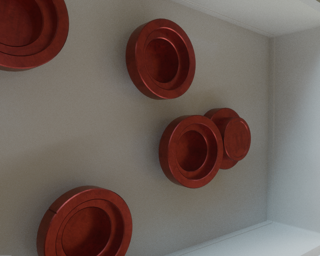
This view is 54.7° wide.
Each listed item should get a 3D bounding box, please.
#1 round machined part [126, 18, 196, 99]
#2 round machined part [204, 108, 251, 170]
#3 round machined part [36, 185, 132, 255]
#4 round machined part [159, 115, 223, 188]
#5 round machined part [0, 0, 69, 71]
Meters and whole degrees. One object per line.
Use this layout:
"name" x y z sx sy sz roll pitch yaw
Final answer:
"round machined part" -0.003 -0.084 0.394 0.099 0.042 0.097 0 90 -40
"round machined part" 0.106 0.017 0.488 0.099 0.042 0.097 0 90 -40
"round machined part" -0.082 0.110 0.329 0.099 0.042 0.097 0 90 -40
"round machined part" 0.038 0.031 0.426 0.099 0.042 0.097 -1 91 -36
"round machined part" -0.138 -0.100 0.280 0.099 0.042 0.097 0 90 -40
